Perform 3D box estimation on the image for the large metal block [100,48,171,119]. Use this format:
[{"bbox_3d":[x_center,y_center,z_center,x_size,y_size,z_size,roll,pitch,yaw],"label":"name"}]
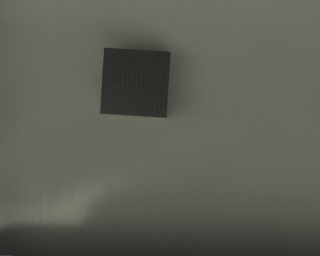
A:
[{"bbox_3d":[-0.030,-0.055,0.399,0.080,0.050,0.080,4,90,0],"label":"large metal block"}]
